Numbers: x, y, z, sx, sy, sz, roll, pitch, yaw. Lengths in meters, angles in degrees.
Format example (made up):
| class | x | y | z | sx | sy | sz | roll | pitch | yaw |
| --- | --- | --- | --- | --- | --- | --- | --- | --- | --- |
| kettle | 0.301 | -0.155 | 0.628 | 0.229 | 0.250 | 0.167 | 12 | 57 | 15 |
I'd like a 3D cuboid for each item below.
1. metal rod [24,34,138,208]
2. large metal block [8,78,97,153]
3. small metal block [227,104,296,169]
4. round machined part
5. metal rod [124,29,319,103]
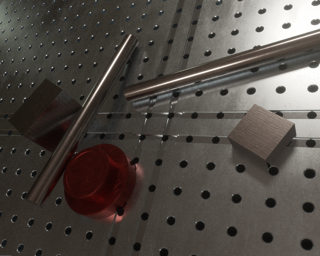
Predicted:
| class | x | y | z | sx | sy | sz | roll | pitch | yaw |
| --- | --- | --- | --- | --- | --- | --- | --- | --- | --- |
| metal rod | -0.101 | -0.028 | 0.451 | 0.025 | 0.025 | 0.300 | 5 | 56 | 30 |
| large metal block | -0.157 | -0.013 | 0.461 | 0.050 | 0.080 | 0.080 | 31 | 79 | 38 |
| small metal block | 0.113 | 0.008 | 0.344 | 0.050 | 0.025 | 0.050 | -49 | 52 | -7 |
| round machined part | -0.085 | 0.064 | 0.401 | 0.098 | 0.042 | 0.098 | -13 | 56 | 20 |
| metal rod | 0.090 | -0.082 | 0.410 | 0.301 | 0.025 | 0.025 | -13 | 56 | 20 |
